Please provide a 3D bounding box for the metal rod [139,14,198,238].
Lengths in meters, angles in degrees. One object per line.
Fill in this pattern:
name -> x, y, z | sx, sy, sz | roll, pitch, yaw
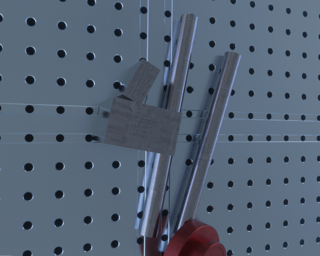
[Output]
metal rod -> 0.013, -0.006, 0.418 | 0.025, 0.025, 0.298 | 12, 86, -20

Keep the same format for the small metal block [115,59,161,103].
small metal block -> -0.030, -0.055, 0.389 | 0.025, 0.050, 0.050 | 31, 80, -18

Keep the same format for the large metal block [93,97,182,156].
large metal block -> -0.030, -0.001, 0.373 | 0.081, 0.080, 0.050 | 12, 86, -20

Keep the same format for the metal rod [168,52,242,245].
metal rod -> 0.063, 0.035, 0.437 | 0.025, 0.025, 0.299 | 20, 83, -19

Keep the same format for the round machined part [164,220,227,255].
round machined part -> 0.050, 0.175, 0.403 | 0.099, 0.042, 0.097 | -12, 106, -44
